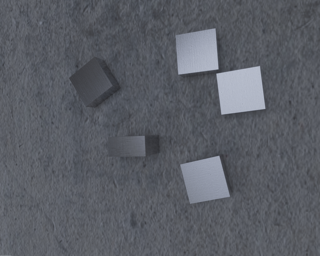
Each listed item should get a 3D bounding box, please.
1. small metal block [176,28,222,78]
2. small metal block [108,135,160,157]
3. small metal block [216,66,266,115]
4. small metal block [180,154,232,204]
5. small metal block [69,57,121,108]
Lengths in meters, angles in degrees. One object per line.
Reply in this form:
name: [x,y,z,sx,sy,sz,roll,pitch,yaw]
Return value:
small metal block: [0.049,-0.093,0.391,0.050,0.025,0.050,-4,89,19]
small metal block: [-0.033,0.023,0.406,0.050,0.050,0.025,-3,89,19]
small metal block: [0.098,-0.044,0.374,0.050,0.025,0.050,-7,88,19]
small metal block: [0.058,0.063,0.388,0.050,0.025,0.050,-15,85,19]
small metal block: [-0.092,-0.064,0.440,0.050,0.025,0.050,-35,79,16]
